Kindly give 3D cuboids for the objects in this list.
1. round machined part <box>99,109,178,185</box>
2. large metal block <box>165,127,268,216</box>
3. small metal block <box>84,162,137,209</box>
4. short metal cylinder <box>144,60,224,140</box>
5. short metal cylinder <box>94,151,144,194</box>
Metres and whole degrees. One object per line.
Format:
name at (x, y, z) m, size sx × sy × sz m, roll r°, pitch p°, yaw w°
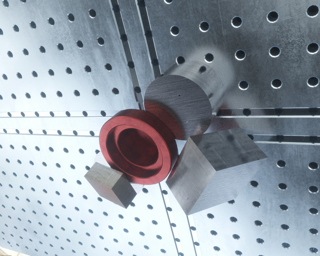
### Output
round machined part at (-0.023, 0.020, 0.386) m, size 0.098 × 0.042 × 0.097 m, roll 13°, pitch 124°, yaw 21°
large metal block at (0.064, 0.050, 0.364) m, size 0.050 × 0.081 × 0.079 m, roll 55°, pitch 138°, yaw 34°
small metal block at (-0.065, 0.076, 0.412) m, size 0.050 × 0.025 × 0.050 m, roll 15°, pitch 145°, yaw 34°
short metal cylinder at (0.029, -0.033, 0.360) m, size 0.080 × 0.050 × 0.079 m, roll 13°, pitch 124°, yaw 21°
short metal cylinder at (-0.049, 0.053, 0.453) m, size 0.080 × 0.050 × 0.079 m, roll 13°, pitch 124°, yaw 21°
